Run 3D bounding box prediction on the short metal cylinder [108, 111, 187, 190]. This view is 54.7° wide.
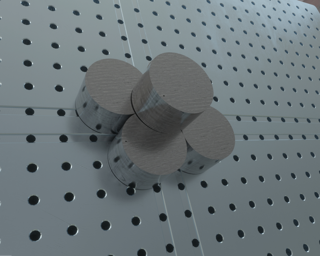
[{"bbox_3d":[-0.015,0.027,0.368,0.081,0.050,0.080,14,56,-21],"label":"short metal cylinder"}]

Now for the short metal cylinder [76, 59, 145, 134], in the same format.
[{"bbox_3d":[-0.059,-0.039,0.384,0.081,0.050,0.080,14,56,-21],"label":"short metal cylinder"}]

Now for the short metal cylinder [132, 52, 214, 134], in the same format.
[{"bbox_3d":[0.014,-0.040,0.359,0.081,0.050,0.080,14,57,-22],"label":"short metal cylinder"}]

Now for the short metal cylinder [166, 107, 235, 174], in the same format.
[{"bbox_3d":[0.051,0.015,0.412,0.081,0.050,0.080,14,56,-21],"label":"short metal cylinder"}]

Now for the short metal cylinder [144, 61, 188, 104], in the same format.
[{"bbox_3d":[0.009,-0.051,0.429,0.081,0.050,0.080,14,56,-21],"label":"short metal cylinder"}]
